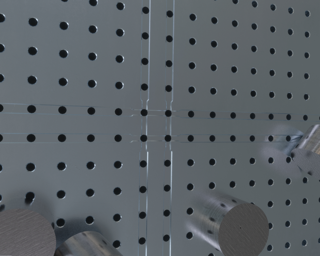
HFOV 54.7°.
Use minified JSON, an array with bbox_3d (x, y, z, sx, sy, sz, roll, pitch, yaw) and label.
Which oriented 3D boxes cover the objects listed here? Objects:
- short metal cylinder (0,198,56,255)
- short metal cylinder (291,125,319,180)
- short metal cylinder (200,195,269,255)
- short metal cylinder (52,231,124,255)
[{"bbox_3d":[-0.158,0.123,0.341,0.081,0.050,0.079,0,90,-20],"label":"short metal cylinder"},{"bbox_3d":[0.253,0.040,0.477,0.080,0.080,0.050,46,76,-15],"label":"short metal cylinder"},{"bbox_3d":[0.105,0.141,0.438,0.081,0.050,0.079,0,90,-20],"label":"short metal cylinder"},{"bbox_3d":[-0.081,0.167,0.352,0.081,0.050,0.079,-19,119,-38],"label":"short metal cylinder"}]
